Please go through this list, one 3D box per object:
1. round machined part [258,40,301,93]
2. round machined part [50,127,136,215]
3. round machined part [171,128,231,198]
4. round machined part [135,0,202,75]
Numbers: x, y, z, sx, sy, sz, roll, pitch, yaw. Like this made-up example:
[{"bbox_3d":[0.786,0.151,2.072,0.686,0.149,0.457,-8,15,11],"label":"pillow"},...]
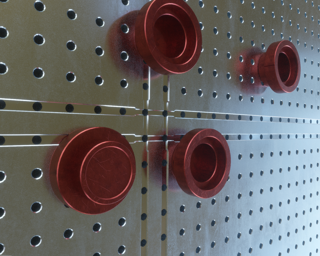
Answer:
[{"bbox_3d":[0.224,-0.114,0.590,0.099,0.042,0.097,0,90,-40],"label":"round machined part"},{"bbox_3d":[-0.066,0.047,0.344,0.099,0.042,0.097,0,90,-40],"label":"round machined part"},{"bbox_3d":[0.055,0.049,0.447,0.099,0.042,0.097,0,90,-40],"label":"round machined part"},{"bbox_3d":[0.006,-0.118,0.405,0.099,0.042,0.097,0,90,-40],"label":"round machined part"}]
